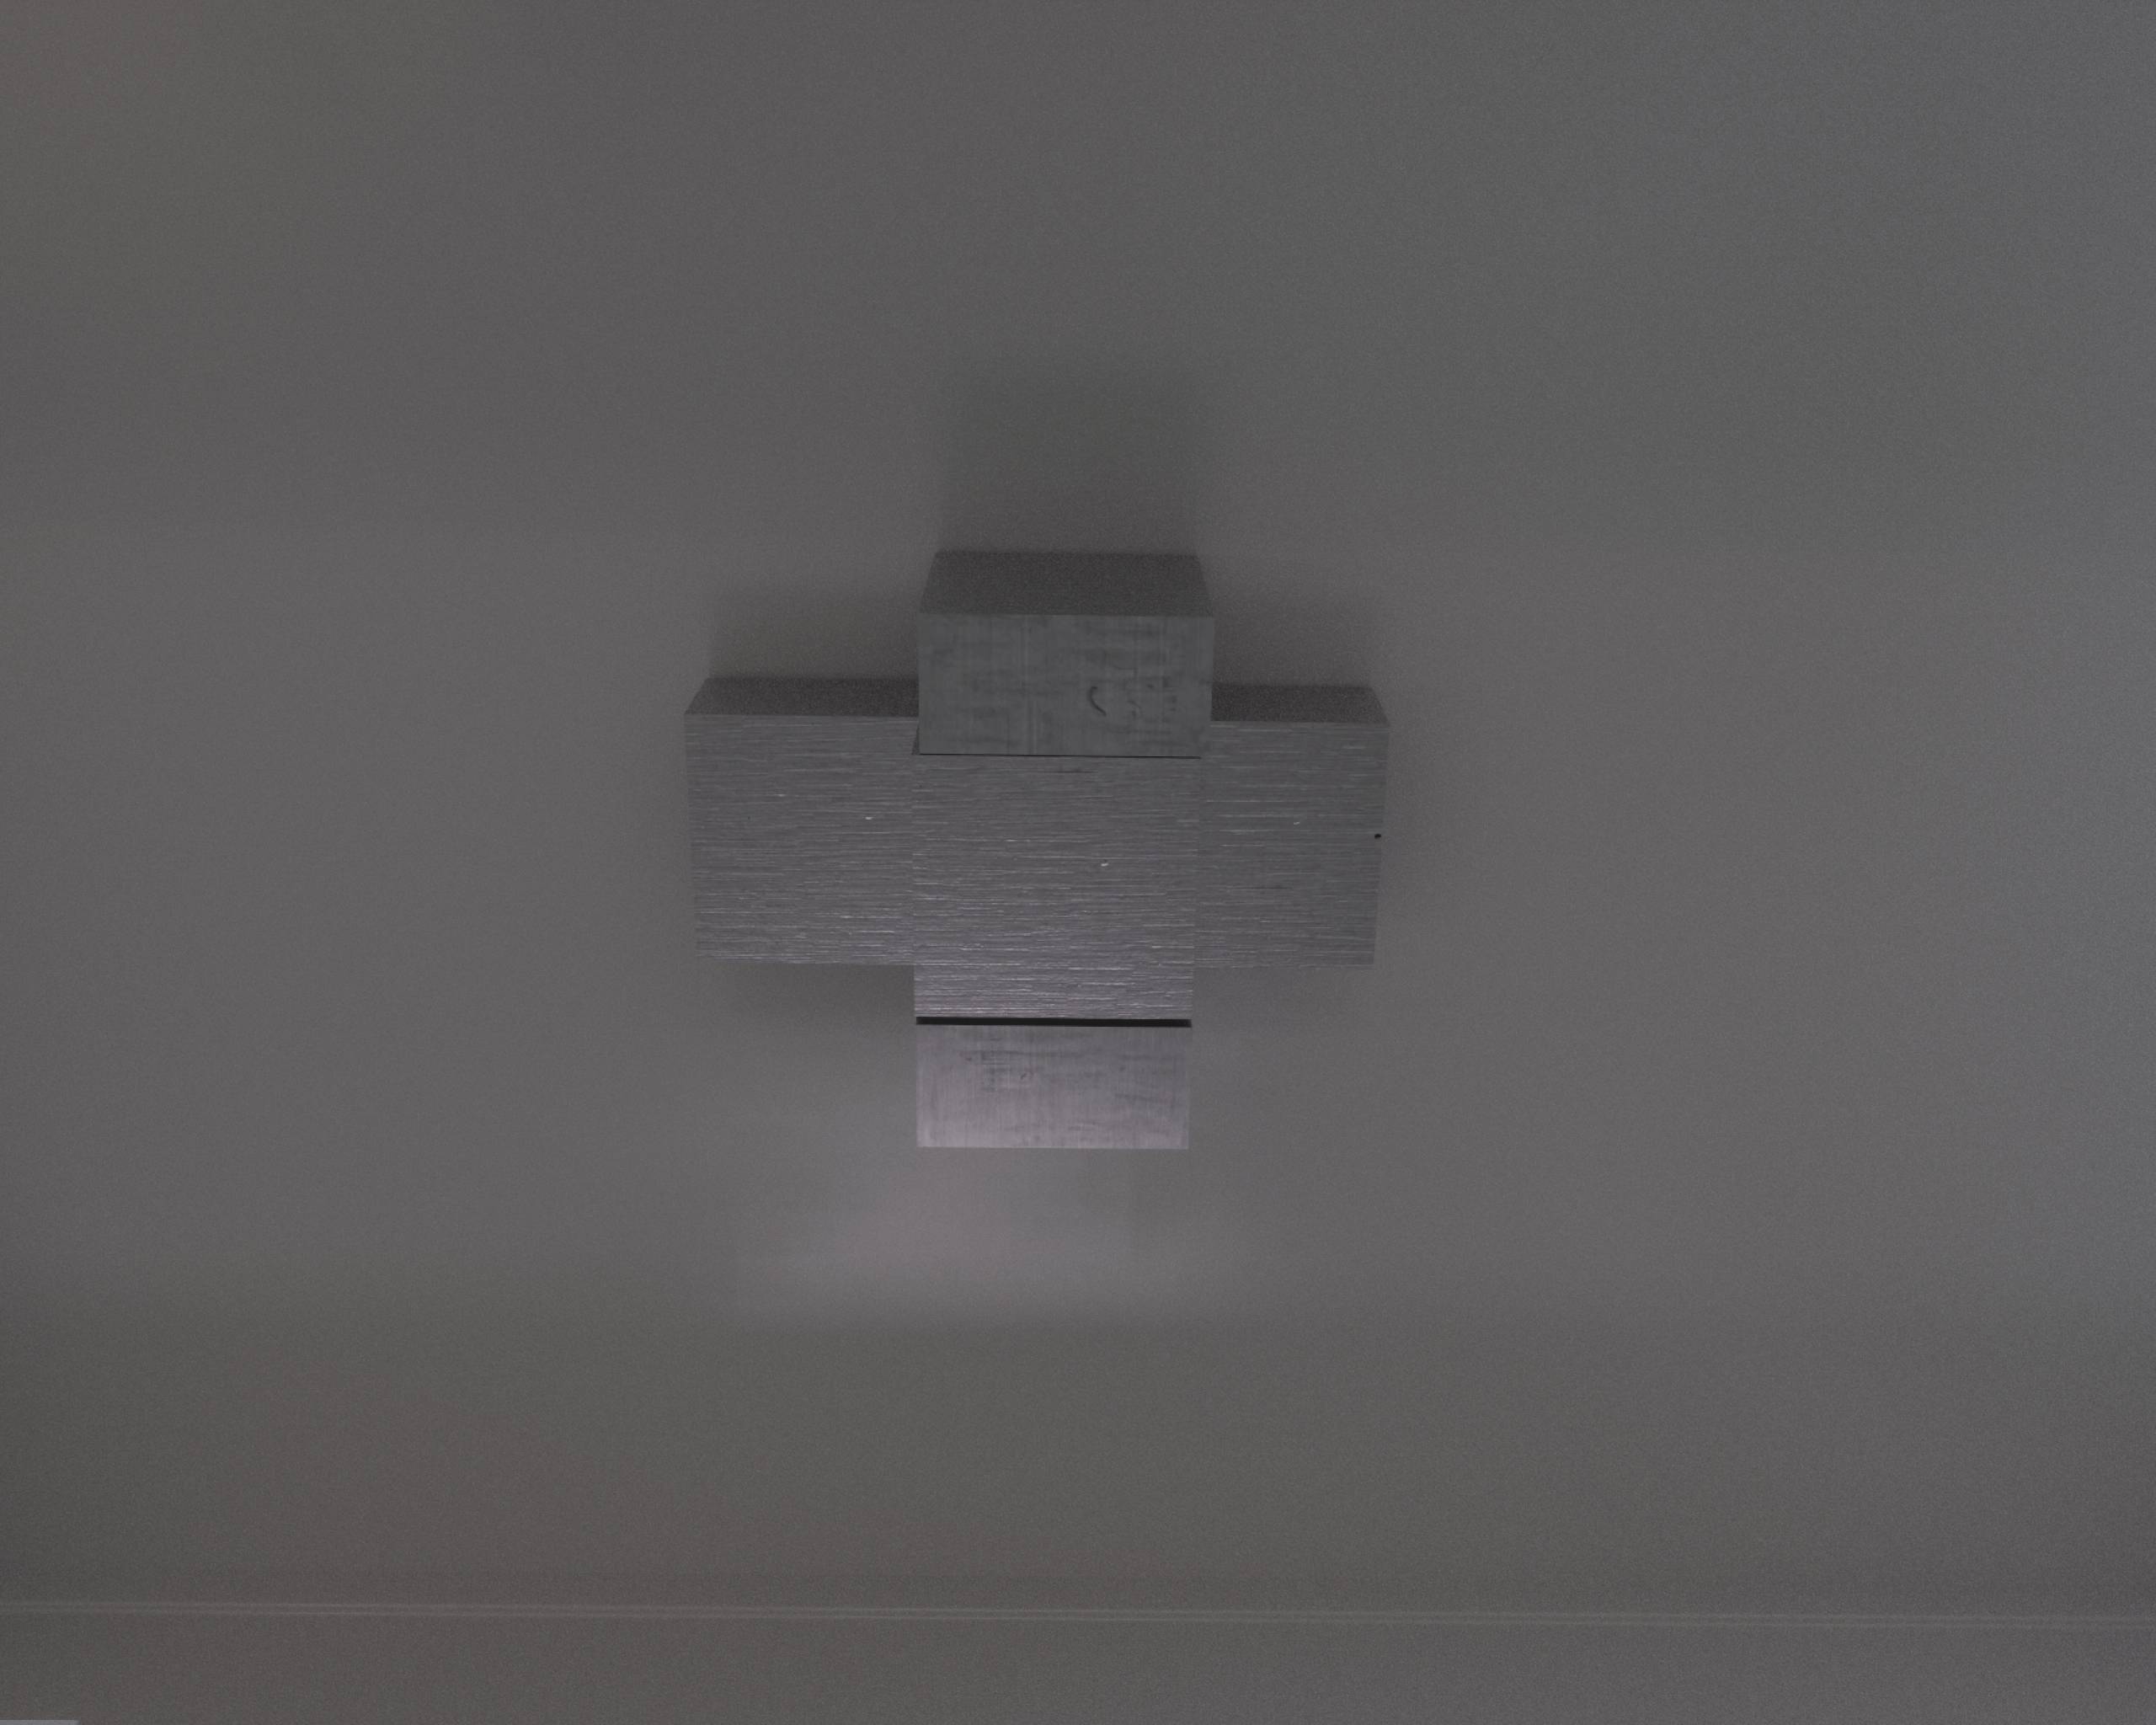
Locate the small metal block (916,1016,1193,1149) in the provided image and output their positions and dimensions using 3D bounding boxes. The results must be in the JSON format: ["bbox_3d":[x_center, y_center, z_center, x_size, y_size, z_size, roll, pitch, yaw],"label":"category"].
[{"bbox_3d":[-0.005,0.033,0.406,0.050,0.050,0.025,1,110,-1],"label":"small metal block"}]

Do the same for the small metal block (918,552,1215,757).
[{"bbox_3d":[-0.002,-0.039,0.381,0.050,0.050,0.025,1,110,-1],"label":"small metal block"}]

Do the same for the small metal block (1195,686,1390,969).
[{"bbox_3d":[0.032,-0.007,0.407,0.050,0.025,0.050,1,110,-1],"label":"small metal block"}]

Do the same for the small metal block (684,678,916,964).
[{"bbox_3d":[-0.048,-0.008,0.405,0.050,0.025,0.050,1,110,-1],"label":"small metal block"}]

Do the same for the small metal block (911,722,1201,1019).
[{"bbox_3d":[-0.004,0.001,0.382,0.050,0.025,0.050,1,110,-1],"label":"small metal block"}]
